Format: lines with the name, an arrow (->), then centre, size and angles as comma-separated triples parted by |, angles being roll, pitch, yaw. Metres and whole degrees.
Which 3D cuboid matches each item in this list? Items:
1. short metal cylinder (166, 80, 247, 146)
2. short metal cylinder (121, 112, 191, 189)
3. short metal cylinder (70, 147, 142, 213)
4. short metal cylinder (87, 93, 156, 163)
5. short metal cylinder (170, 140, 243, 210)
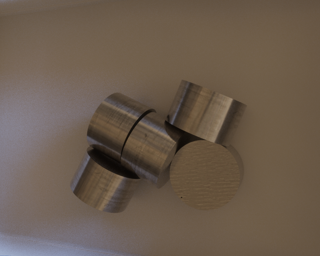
short metal cylinder -> 0.053, -0.018, 0.360 | 0.080, 0.080, 0.050 | 24, 98, 18
short metal cylinder -> -0.003, 0.027, 0.381 | 0.050, 0.080, 0.080 | 28, 99, 17
short metal cylinder -> -0.068, 0.065, 0.402 | 0.080, 0.080, 0.050 | 31, 100, 17
short metal cylinder -> -0.047, 0.001, 0.395 | 0.050, 0.080, 0.080 | 27, 99, 17
short metal cylinder -> 0.058, 0.053, 0.374 | 0.080, 0.050, 0.079 | 0, 90, 19
